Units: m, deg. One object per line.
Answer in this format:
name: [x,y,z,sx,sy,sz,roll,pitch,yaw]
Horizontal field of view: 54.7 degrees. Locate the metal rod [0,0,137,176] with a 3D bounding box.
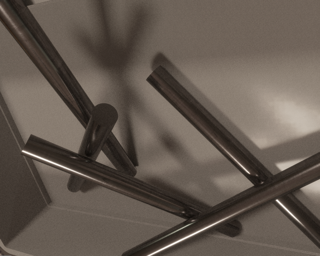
metal rod: [-0.087,-0.019,0.361,0.025,0.025,0.299,8,147,24]

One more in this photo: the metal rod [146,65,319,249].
metal rod: [0.100,0.038,0.378,0.300,0.025,0.025,44,129,-3]

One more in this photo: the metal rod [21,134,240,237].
metal rod: [-0.021,0.081,0.393,0.301,0.025,0.025,26,132,-20]

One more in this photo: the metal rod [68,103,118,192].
metal rod: [-0.102,0.045,0.424,0.025,0.025,0.299,41,149,0]

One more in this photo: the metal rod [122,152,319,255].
metal rod: [0.066,0.112,0.386,0.299,0.025,0.025,-35,99,23]
